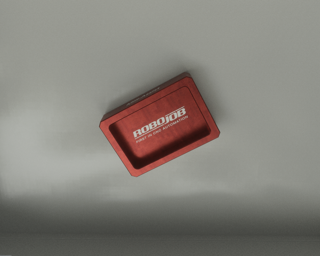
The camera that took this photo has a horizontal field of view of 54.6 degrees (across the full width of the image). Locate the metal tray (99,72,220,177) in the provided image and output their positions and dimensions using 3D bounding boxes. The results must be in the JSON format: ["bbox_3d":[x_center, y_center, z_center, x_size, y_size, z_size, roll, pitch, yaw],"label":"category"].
[{"bbox_3d":[0.000,-0.003,0.404,0.130,0.030,0.090,-27,108,9],"label":"metal tray"}]
